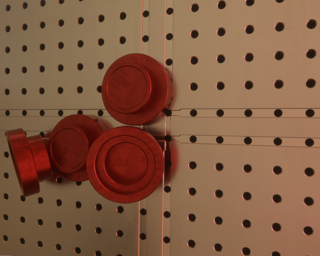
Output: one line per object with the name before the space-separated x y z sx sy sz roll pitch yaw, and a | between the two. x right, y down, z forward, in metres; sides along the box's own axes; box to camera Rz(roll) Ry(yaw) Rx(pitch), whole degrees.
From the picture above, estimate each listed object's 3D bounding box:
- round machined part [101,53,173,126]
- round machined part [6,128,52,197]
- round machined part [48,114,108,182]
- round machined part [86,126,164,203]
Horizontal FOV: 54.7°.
round machined part | -0.036 -0.052 0.415 0.098 0.042 0.097 0 90 19
round machined part | -0.188 0.047 0.450 0.098 0.042 0.097 35 133 50
round machined part | -0.120 0.029 0.444 0.098 0.042 0.097 0 90 19
round machined part | -0.043 0.045 0.408 0.099 0.042 0.097 0 94 0
